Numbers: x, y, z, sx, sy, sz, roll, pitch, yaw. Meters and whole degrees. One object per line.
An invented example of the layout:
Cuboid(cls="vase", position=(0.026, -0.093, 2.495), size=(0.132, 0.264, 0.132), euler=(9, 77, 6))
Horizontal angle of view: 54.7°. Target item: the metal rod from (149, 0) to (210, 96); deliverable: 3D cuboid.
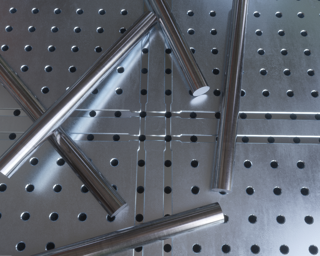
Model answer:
Cuboid(cls="metal rod", position=(0.003, -0.182, 0.478), size=(0.025, 0.025, 0.299), euler=(-20, 71, -7))

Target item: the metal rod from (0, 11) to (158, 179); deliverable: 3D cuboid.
Cuboid(cls="metal rod", position=(-0.098, -0.059, 0.413), size=(0.025, 0.025, 0.301), euler=(33, 66, 11))

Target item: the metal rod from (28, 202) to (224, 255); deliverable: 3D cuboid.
Cuboid(cls="metal rod", position=(-0.073, 0.139, 0.360), size=(0.302, 0.025, 0.025), euler=(-14, 71, -6))

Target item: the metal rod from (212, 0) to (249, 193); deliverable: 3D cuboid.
Cuboid(cls="metal rod", position=(0.102, -0.061, 0.435), size=(0.025, 0.025, 0.299), euler=(9, 70, 3))

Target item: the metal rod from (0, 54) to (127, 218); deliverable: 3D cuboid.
Cuboid(cls="metal rod", position=(-0.150, -0.005, 0.411), size=(0.025, 0.025, 0.300), euler=(-40, 75, -13))
